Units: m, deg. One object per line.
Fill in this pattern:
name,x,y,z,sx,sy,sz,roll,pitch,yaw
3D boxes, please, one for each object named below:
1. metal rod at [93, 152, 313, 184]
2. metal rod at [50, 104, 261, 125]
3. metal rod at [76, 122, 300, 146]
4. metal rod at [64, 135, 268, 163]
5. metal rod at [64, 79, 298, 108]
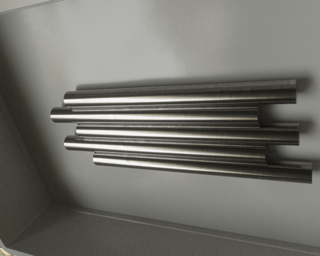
metal rod,0.037,0.048,0.416,0.301,0.025,0.025,1,119,27
metal rod,-0.025,-0.018,0.407,0.301,0.025,0.025,1,119,27
metal rod,0.016,0.004,0.400,0.301,0.025,0.025,1,119,27
metal rod,-0.010,0.026,0.427,0.301,0.025,0.025,1,119,27
metal rod,0.004,-0.039,0.380,0.301,0.025,0.025,1,119,27
